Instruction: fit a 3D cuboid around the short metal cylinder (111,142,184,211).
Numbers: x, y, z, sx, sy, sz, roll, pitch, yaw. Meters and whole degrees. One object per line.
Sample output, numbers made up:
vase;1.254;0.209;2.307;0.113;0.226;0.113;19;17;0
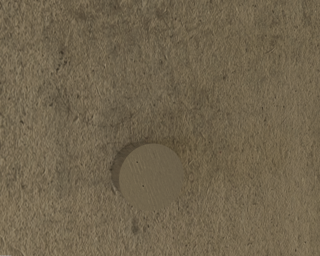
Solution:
short metal cylinder;-0.017;0.058;0.389;0.081;0.050;0.080;0;90;-20
